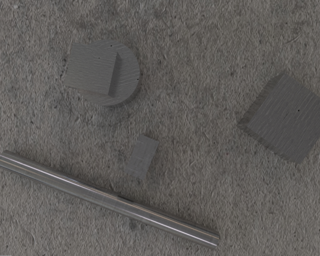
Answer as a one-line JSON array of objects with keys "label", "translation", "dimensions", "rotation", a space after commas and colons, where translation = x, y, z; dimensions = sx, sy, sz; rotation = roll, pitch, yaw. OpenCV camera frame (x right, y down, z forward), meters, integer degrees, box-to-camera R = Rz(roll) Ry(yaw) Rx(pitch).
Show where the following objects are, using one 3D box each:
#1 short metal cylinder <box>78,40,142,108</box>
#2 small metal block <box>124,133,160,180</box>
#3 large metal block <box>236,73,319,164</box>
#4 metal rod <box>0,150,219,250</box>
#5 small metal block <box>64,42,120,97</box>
[{"label": "short metal cylinder", "translation": [-0.065, -0.067, 0.397], "dimensions": [0.081, 0.050, 0.080], "rotation": [0, 90, 0]}, {"label": "small metal block", "translation": [-0.022, 0.035, 0.397], "dimensions": [0.025, 0.050, 0.050], "rotation": [23, 90, 0]}, {"label": "large metal block", "translation": [0.160, -0.012, 0.399], "dimensions": [0.080, 0.050, 0.080], "rotation": [36, 90, 0]}, {"label": "metal rod", "translation": [-0.067, 0.095, 0.409], "dimensions": [0.301, 0.025, 0.025], "rotation": [21, 90, 0]}, {"label": "small metal block", "translation": [-0.078, -0.067, 0.359], "dimensions": [0.050, 0.025, 0.050], "rotation": [12, 90, 0]}]
